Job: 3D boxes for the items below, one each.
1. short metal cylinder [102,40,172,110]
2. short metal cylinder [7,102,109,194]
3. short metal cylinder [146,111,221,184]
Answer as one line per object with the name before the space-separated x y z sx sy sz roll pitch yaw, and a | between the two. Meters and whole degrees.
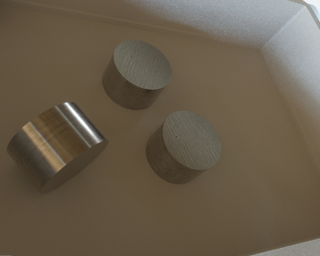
short metal cylinder | -0.031 -0.071 0.417 0.081 0.050 0.080 14 56 -21
short metal cylinder | -0.099 0.020 0.306 0.050 0.080 0.081 49 51 6
short metal cylinder | 0.029 0.025 0.392 0.081 0.050 0.080 14 56 -21
